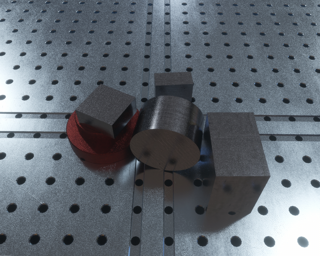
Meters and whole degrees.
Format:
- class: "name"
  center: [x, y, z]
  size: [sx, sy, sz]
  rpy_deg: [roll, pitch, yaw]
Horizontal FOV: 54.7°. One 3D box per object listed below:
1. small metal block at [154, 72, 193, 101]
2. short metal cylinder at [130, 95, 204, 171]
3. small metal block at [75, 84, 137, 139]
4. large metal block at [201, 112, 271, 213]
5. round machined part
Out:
- class: "small metal block"
  center: [0.018, -0.051, 0.434]
  size: [0.050, 0.050, 0.025]
  rpy_deg: [-3, 50, -3]
- class: "short metal cylinder"
  center: [0.010, 0.008, 0.365]
  size: [0.080, 0.080, 0.050]
  rpy_deg: [8, 51, 6]
- class: "small metal block"
  center: [-0.063, -0.021, 0.370]
  size: [0.050, 0.025, 0.050]
  rpy_deg: [22, 53, 17]
- class: "large metal block"
  center: [0.076, 0.039, 0.340]
  size: [0.050, 0.080, 0.080]
  rpy_deg: [0, 50, 0]
- class: "round machined part"
  center: [-0.072, -0.006, 0.401]
  size: [0.099, 0.042, 0.098]
  rpy_deg: [0, 50, 0]
